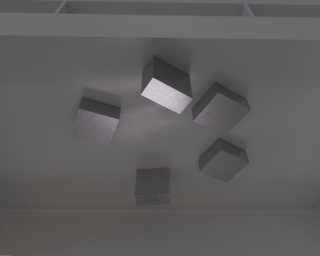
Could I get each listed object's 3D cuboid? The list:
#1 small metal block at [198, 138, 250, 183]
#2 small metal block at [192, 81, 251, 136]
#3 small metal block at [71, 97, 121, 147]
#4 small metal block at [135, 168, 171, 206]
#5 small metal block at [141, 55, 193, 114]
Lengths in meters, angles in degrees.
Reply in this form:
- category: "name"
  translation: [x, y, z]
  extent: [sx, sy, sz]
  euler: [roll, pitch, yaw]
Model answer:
- category: "small metal block"
  translation: [0.092, 0.048, 0.450]
  extent: [0.050, 0.025, 0.050]
  euler: [24, 126, -20]
- category: "small metal block"
  translation: [0.076, -0.023, 0.390]
  extent: [0.050, 0.025, 0.050]
  euler: [25, 126, -20]
- category: "small metal block"
  translation: [-0.083, -0.007, 0.402]
  extent: [0.050, 0.025, 0.050]
  euler: [16, 128, -13]
- category: "small metal block"
  translation: [-0.010, 0.088, 0.467]
  extent: [0.050, 0.050, 0.025]
  euler: [-3, 130, 2]
- category: "small metal block"
  translation: [0.008, -0.050, 0.350]
  extent: [0.050, 0.050, 0.025]
  euler: [25, 126, -20]
